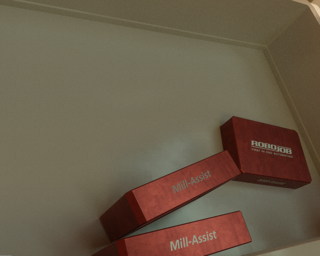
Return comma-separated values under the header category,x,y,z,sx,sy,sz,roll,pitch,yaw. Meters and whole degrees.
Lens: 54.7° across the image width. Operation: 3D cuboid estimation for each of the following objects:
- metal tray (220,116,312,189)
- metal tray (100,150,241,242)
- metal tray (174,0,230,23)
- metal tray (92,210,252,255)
category,x,y,z,sx,sy,sz,roll,pitch,yaw
metal tray,0.158,0.038,0.464,0.131,0.030,0.090,11,57,-22
metal tray,0.012,0.071,0.326,0.131,0.090,0.030,-17,71,-35
metal tray,0.065,-0.245,0.567,0.131,0.030,0.090,-11,67,-50
metal tray,0.010,0.116,0.298,0.131,0.090,0.030,-3,63,-30
